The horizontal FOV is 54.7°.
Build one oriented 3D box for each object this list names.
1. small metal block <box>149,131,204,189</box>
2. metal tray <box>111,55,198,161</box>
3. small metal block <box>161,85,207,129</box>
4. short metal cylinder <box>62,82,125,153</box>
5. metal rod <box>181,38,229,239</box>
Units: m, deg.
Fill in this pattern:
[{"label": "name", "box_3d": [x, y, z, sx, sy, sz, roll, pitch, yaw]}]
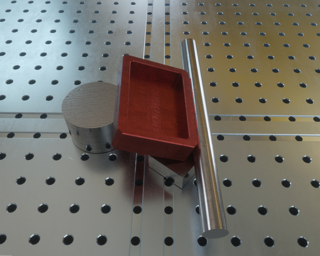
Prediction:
[{"label": "small metal block", "box_3d": [0.022, 0.037, 0.376, 0.050, 0.025, 0.050, 32, 57, 23]}, {"label": "metal tray", "box_3d": [-0.007, -0.028, 0.376, 0.091, 0.030, 0.130, 12, 48, -16]}, {"label": "small metal block", "box_3d": [0.032, -0.030, 0.434, 0.050, 0.025, 0.050, -12, 51, -10]}, {"label": "short metal cylinder", "box_3d": [-0.080, -0.014, 0.401, 0.081, 0.050, 0.080, 0, 50, 0]}, {"label": "metal rod", "box_3d": [0.048, -0.015, 0.388, 0.025, 0.025, 0.300, -1, 50, -1]}]
